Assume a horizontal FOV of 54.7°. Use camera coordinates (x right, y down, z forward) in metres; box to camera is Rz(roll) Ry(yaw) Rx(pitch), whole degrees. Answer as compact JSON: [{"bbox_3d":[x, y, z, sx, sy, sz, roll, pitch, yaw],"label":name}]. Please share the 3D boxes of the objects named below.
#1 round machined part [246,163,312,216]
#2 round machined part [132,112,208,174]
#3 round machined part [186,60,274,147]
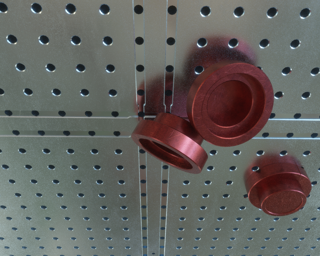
[{"bbox_3d":[0.191,0.103,0.492,0.099,0.042,0.097,-1,130,0],"label":"round machined part"},{"bbox_3d":[0.017,0.016,0.393,0.098,0.042,0.098,26,163,9],"label":"round machined part"},{"bbox_3d":[0.077,-0.031,0.361,0.099,0.042,0.097,-5,112,-13],"label":"round machined part"}]
